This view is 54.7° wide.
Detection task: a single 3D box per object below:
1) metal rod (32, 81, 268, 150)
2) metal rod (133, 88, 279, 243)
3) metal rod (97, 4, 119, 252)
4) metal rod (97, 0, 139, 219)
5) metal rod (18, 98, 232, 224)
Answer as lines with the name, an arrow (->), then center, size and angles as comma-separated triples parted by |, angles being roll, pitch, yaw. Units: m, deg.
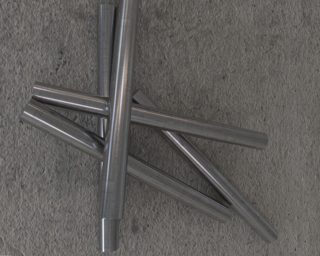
metal rod -> 0.004, -0.010, 0.382 | 0.302, 0.025, 0.025 | 12, 86, -20
metal rod -> 0.067, 0.061, 0.433 | 0.300, 0.025, 0.025 | 45, 76, -15
metal rod -> -0.065, 0.000, 0.385 | 0.025, 0.025, 0.298 | -1, 90, -20
metal rod -> -0.042, -0.054, 0.347 | 0.025, 0.025, 0.299 | 10, 69, -20
metal rod -> -0.022, 0.052, 0.379 | 0.301, 0.025, 0.025 | 32, 80, -26
